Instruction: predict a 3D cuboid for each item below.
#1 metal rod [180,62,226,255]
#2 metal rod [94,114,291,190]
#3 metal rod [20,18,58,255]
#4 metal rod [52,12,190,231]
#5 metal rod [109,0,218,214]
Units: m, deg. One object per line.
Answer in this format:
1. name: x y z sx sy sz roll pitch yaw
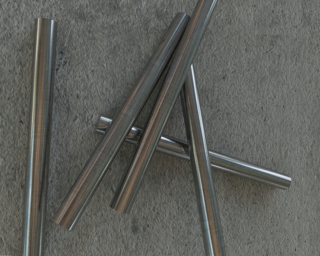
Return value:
1. metal rod: 0.054 0.054 0.395 0.025 0.025 0.299 -4 79 -20
2. metal rod: 0.059 0.039 0.430 0.302 0.025 0.025 18 84 -19
3. metal rod: -0.140 0.026 0.357 0.025 0.025 0.298 3 89 -20
4. metal rod: -0.035 -0.023 0.372 0.025 0.025 0.300 34 70 -17
5. metal rod: 0.010 -0.040 0.386 0.025 0.025 0.299 26 80 -18
